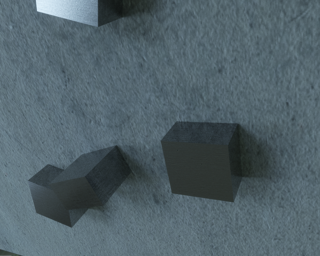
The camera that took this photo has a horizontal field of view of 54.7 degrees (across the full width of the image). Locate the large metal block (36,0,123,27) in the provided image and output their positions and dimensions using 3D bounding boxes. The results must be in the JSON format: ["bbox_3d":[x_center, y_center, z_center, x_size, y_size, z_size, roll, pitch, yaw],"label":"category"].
[{"bbox_3d":[-0.087,-0.163,0.334,0.080,0.050,0.079,19,126,16],"label":"large metal block"}]

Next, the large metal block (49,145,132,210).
[{"bbox_3d":[-0.104,0.075,0.471,0.080,0.080,0.050,-16,110,34],"label":"large metal block"}]

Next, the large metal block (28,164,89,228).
[{"bbox_3d":[-0.181,0.121,0.559,0.080,0.050,0.079,15,124,19],"label":"large metal block"}]

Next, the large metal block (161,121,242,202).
[{"bbox_3d":[0.054,0.040,0.386,0.080,0.050,0.079,3,120,26],"label":"large metal block"}]
